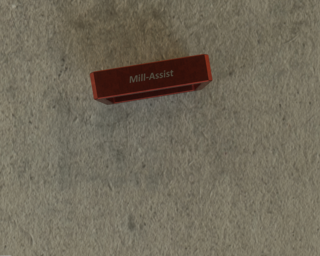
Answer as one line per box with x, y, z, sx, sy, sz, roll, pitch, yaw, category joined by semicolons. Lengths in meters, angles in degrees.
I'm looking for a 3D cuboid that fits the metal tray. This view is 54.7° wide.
-0.010;-0.056;0.377;0.131;0.090;0.030;-9;90;-1;metal tray
